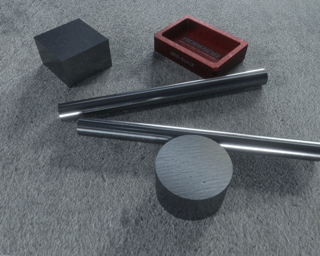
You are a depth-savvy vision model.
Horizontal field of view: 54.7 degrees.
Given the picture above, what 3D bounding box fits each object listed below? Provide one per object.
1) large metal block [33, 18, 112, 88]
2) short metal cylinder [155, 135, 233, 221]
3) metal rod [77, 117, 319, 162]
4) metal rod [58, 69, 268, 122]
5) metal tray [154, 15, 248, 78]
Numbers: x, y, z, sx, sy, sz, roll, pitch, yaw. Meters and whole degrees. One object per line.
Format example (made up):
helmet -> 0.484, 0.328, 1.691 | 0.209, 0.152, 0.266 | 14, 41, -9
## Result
large metal block -> -0.134, -0.120, 0.486 | 0.080, 0.050, 0.080 | -35, 59, -26
short metal cylinder -> 0.035, 0.054, 0.342 | 0.081, 0.050, 0.080 | 0, 50, 0
metal rod -> 0.046, 0.013, 0.392 | 0.302, 0.025, 0.025 | 6, 50, 4
metal rod -> 0.011, -0.049, 0.444 | 0.302, 0.025, 0.025 | -11, 51, -10
metal tray -> 0.065, -0.135, 0.514 | 0.130, 0.030, 0.090 | 35, 58, 25
